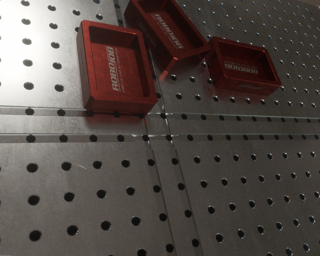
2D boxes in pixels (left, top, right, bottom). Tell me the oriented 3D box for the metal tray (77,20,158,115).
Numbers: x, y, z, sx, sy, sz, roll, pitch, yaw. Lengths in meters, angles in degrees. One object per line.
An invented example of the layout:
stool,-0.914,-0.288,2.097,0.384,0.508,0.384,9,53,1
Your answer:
metal tray,-0.060,-0.083,0.424,0.091,0.030,0.130,2,61,-28

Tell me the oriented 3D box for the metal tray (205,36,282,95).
metal tray,0.148,-0.110,0.553,0.131,0.030,0.090,4,60,-27

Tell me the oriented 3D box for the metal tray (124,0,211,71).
metal tray,0.013,-0.162,0.512,0.091,0.030,0.130,-26,76,-37
